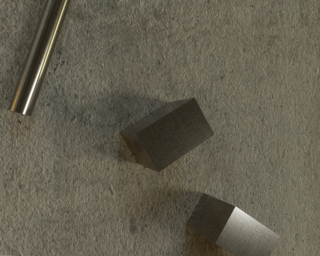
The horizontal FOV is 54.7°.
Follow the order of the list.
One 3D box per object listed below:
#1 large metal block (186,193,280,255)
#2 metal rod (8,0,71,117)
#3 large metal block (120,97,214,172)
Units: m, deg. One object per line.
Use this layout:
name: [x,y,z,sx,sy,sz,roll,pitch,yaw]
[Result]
large metal block: [0.095,0.137,0.417,0.080,0.080,0.050,35,79,-17]
metal rod: [-0.117,-0.159,0.365,0.025,0.025,0.299,19,84,-20]
large metal block: [0.005,0.006,0.383,0.080,0.080,0.050,-32,101,-17]
